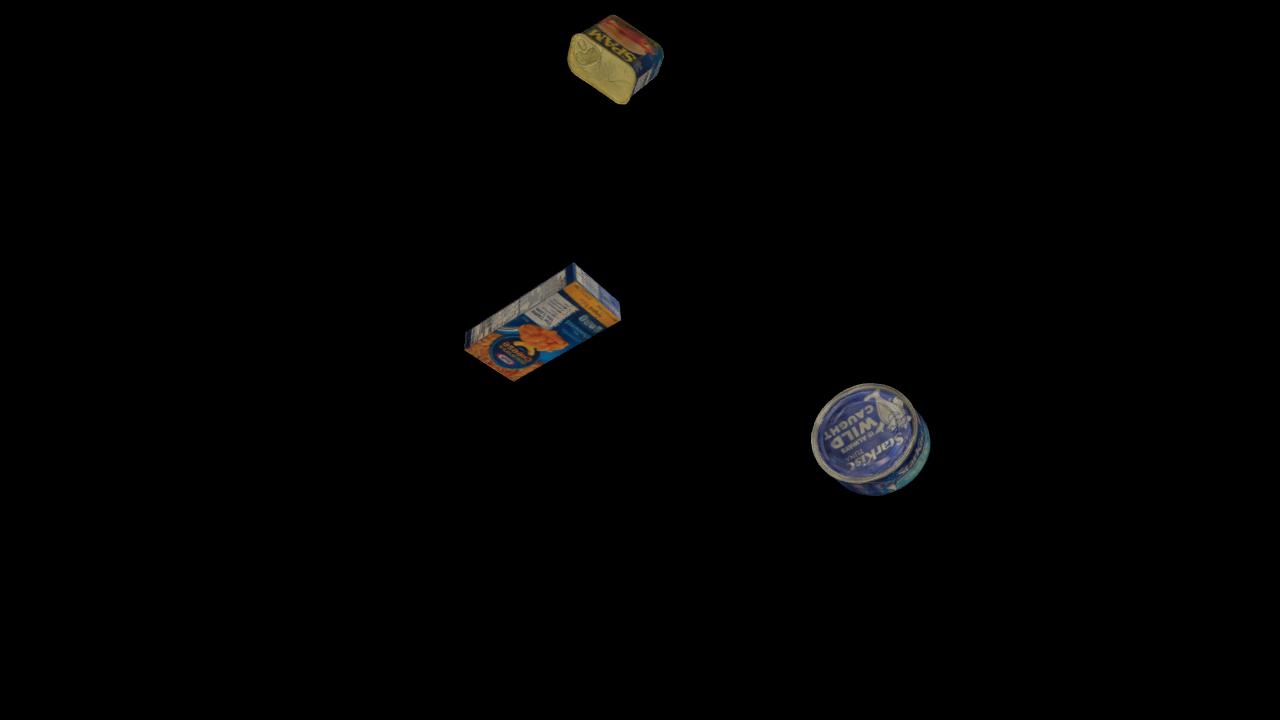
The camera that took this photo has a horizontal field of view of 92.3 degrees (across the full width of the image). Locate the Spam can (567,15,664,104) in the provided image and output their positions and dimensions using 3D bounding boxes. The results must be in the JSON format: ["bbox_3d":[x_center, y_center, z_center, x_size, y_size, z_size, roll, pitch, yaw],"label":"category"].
[{"bbox_3d":[-0.030,-0.400,0.815,0.101,0.085,0.058,36,-36,2],"label":"Spam can"}]

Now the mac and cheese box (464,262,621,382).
[{"bbox_3d":[-0.125,-0.043,0.784,0.184,0.041,0.093,-29,-42,23],"label":"mac and cheese box"}]

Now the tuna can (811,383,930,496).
[{"bbox_3d":[0.181,0.063,0.484,0.084,0.084,0.034,0,-30,47],"label":"tuna can"}]
